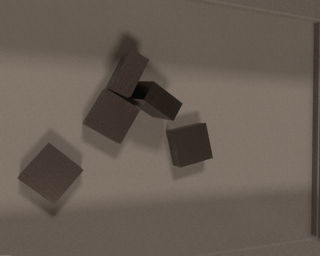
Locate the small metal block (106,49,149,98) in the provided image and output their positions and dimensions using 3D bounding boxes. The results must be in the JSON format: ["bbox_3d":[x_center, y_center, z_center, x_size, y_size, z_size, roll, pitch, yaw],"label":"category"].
[{"bbox_3d":[-0.042,-0.064,0.382,0.025,0.050,0.050,28,81,-18],"label":"small metal block"}]

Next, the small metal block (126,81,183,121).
[{"bbox_3d":[-0.009,-0.034,0.389,0.050,0.050,0.025,34,79,-32],"label":"small metal block"}]

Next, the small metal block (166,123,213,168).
[{"bbox_3d":[0.040,0.022,0.427,0.050,0.025,0.050,-14,95,-20],"label":"small metal block"}]

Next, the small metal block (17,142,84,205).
[{"bbox_3d":[-0.128,0.052,0.364,0.050,0.025,0.050,42,76,-16],"label":"small metal block"}]

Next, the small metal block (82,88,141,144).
[{"bbox_3d":[-0.061,-0.014,0.389,0.050,0.025,0.050,32,80,-18],"label":"small metal block"}]
